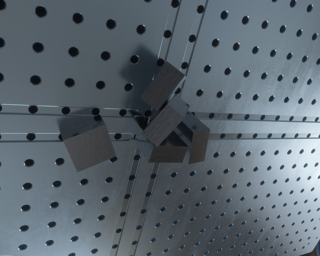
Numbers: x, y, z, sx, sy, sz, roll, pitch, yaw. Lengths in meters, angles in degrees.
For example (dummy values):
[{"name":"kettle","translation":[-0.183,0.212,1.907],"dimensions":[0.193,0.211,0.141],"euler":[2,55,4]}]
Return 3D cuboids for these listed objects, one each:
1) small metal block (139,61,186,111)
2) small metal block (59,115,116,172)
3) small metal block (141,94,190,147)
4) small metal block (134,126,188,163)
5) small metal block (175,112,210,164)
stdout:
[{"name":"small metal block","translation":[0.005,-0.048,0.364],"dimensions":[0.025,0.050,0.050],"euler":[38,98,1]},{"name":"small metal block","translation":[-0.086,0.019,0.375],"dimensions":[0.050,0.025,0.050],"euler":[-22,127,-15]},{"name":"small metal block","translation":[0.008,-0.011,0.382],"dimensions":[0.025,0.050,0.050],"euler":[40,113,-4]},{"name":"small metal block","translation":[0.001,0.021,0.408],"dimensions":[0.050,0.050,0.025],"euler":[4,117,-30]},{"name":"small metal block","translation":[0.041,0.013,0.425],"dimensions":[0.025,0.050,0.050],"euler":[-9,122,-24]}]
